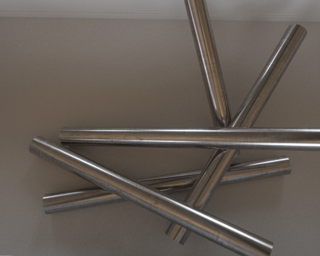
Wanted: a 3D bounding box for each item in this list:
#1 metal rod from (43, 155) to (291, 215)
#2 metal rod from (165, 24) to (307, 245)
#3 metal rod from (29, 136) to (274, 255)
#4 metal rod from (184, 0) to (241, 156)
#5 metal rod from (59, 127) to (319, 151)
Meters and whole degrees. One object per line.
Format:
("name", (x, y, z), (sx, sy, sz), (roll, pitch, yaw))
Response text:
("metal rod", (0.012, 0.070, 0.384), (0.302, 0.025, 0.025), (-9, 70, -4))
("metal rod", (0.096, 0.000, 0.372), (0.025, 0.025, 0.300), (31, 81, 10))
("metal rod", (-0.027, 0.072, 0.350), (0.301, 0.025, 0.025), (21, 71, 20))
("metal rod", (0.054, -0.107, 0.378), (0.025, 0.025, 0.298), (-16, 99, -6))
("metal rod", (0.020, 0.011, 0.362), (0.301, 0.025, 0.025), (0, 69, 17))
